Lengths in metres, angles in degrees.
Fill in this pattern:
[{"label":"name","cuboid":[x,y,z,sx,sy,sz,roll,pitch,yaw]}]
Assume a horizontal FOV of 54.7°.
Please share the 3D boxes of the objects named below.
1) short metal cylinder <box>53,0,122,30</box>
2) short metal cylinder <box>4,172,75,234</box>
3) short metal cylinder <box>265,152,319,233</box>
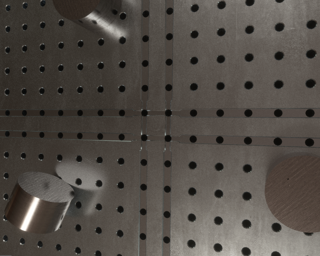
[{"label":"short metal cylinder","cuboid":[-0.102,-0.184,0.434,0.080,0.050,0.079,0,90,19]},{"label":"short metal cylinder","cuboid":[-0.170,0.104,0.442,0.080,0.080,0.050,29,99,17]},{"label":"short metal cylinder","cuboid":[0.159,0.068,0.343,0.080,0.050,0.079,0,90,19]}]
